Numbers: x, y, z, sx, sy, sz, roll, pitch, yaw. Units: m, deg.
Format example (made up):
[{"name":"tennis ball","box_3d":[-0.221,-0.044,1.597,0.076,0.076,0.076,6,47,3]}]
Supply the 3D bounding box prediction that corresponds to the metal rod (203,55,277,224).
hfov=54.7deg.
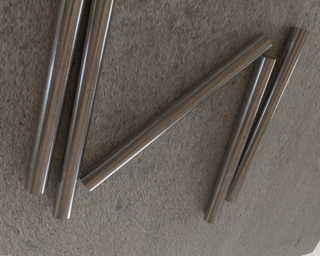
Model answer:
[{"name":"metal rod","box_3d":[0.119,0.033,0.491,0.025,0.025,0.298,-2,120,-27]}]

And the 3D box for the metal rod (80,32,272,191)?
[{"name":"metal rod","box_3d":[0.022,-0.023,0.404,0.301,0.025,0.025,-39,129,-2]}]

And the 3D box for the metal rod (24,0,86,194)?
[{"name":"metal rod","box_3d":[-0.103,-0.059,0.313,0.025,0.025,0.298,5,116,-31]}]

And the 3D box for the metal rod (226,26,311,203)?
[{"name":"metal rod","box_3d":[0.159,-0.007,0.489,0.025,0.025,0.298,1,118,-29]}]

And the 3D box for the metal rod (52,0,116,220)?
[{"name":"metal rod","box_3d":[-0.088,-0.019,0.346,0.025,0.025,0.298,3,117,-30]}]
